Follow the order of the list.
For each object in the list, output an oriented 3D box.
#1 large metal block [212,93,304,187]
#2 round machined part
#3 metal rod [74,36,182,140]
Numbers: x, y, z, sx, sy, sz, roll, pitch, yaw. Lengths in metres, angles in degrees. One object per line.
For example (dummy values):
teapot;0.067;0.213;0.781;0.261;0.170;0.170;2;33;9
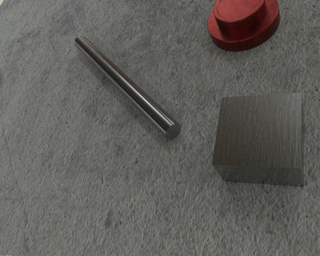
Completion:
large metal block;0.106;0.013;0.325;0.080;0.050;0.080;-1;61;27
round machined part;0.113;-0.158;0.431;0.098;0.042;0.098;-13;56;21
metal rod;-0.065;-0.078;0.485;0.025;0.025;0.300;-43;51;-2
